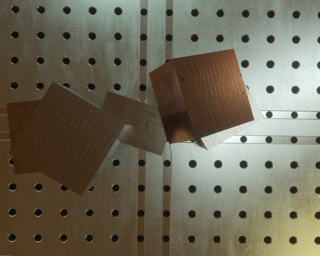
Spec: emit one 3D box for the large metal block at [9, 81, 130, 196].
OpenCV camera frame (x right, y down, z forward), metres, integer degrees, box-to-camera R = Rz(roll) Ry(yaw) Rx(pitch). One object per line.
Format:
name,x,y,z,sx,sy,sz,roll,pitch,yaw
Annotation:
large metal block,-0.088,0.010,0.319,0.080,0.050,0.080,31,90,0

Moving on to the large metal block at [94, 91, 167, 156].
large metal block,-0.029,-0.005,0.385,0.080,0.080,0.050,19,90,-1

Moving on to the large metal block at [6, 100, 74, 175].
large metal block,-0.141,0.009,0.384,0.050,0.080,0.079,-6,90,0

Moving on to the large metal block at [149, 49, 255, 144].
large metal block,0.045,-0.034,0.333,0.081,0.050,0.080,-16,91,-29

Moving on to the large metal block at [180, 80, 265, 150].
large metal block,0.073,-0.027,0.402,0.080,0.050,0.080,-30,90,0
